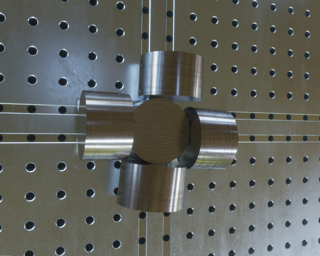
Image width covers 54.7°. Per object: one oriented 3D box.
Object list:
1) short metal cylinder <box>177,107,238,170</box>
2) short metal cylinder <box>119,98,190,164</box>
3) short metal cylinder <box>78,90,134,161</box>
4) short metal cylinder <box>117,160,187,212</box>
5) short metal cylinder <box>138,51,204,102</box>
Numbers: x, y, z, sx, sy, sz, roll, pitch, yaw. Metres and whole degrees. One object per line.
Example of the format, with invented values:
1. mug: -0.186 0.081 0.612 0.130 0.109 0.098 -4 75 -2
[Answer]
1. short metal cylinder: 0.058 0.014 0.405 0.050 0.080 0.080 4 89 -20
2. short metal cylinder: -0.009 0.004 0.396 0.081 0.050 0.080 0 90 -21
3. short metal cylinder: -0.065 -0.002 0.359 0.050 0.080 0.080 2 90 -21
4. short metal cylinder: -0.010 0.068 0.378 0.081 0.080 0.050 6 88 -20
5. short metal cylinder: 0.014 -0.061 0.388 0.081 0.080 0.050 3 89 -20
